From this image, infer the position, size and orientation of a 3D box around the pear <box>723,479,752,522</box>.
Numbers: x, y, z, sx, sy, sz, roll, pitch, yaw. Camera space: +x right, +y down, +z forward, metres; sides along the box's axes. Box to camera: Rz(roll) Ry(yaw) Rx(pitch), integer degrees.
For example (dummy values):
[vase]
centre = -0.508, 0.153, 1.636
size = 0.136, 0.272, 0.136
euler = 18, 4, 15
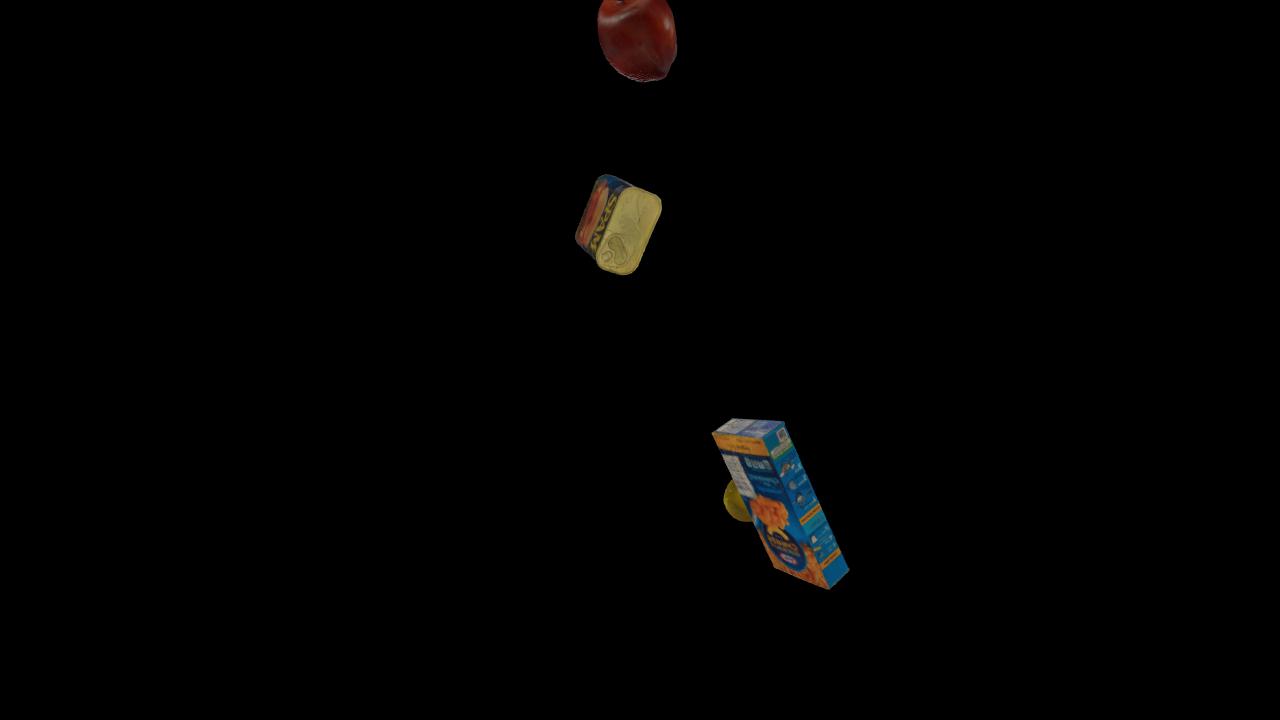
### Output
[pear]
centre = 0.194, 0.242, 1.024
size = 0.111, 0.080, 0.080
euler = 38, -5, -7

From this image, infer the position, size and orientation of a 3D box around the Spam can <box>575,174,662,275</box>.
[Spam can]
centre = -0.029, -0.164, 0.736
size = 0.058, 0.101, 0.085
euler = 15, 20, -32

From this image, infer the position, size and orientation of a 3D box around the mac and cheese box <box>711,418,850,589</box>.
[mac and cheese box]
centre = 0.150, 0.152, 0.668
size = 0.041, 0.184, 0.093
euler = -30, 11, -26

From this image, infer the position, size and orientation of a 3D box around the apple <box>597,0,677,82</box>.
[apple]
centre = -0.002, -0.327, 0.618
size = 0.079, 0.079, 0.093
euler = 0, -23, 27
